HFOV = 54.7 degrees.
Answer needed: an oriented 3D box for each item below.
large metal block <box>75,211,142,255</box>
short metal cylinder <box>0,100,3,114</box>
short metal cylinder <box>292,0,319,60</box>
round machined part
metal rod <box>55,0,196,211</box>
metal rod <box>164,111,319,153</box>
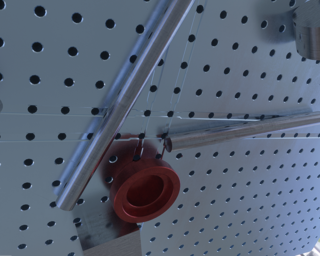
[{"bbox_3d":[-0.075,0.174,0.462,0.081,0.050,0.079,-15,125,-20],"label":"large metal block"},{"bbox_3d":[-0.187,-0.011,0.266,0.080,0.080,0.050,21,107,-36],"label":"short metal cylinder"},{"bbox_3d":[0.223,-0.135,0.413,0.080,0.080,0.050,-34,129,-6],"label":"short metal cylinder"},{"bbox_3d":[-0.024,0.083,0.438,0.099,0.042,0.097,-14,124,-21],"label":"round machined part"},{"bbox_3d":[-0.048,-0.023,0.370,0.025,0.025,0.299,22,107,-36],"label":"metal rod"},{"bbox_3d":[0.148,0.002,0.492,0.303,0.025,0.025,-8,122,-24],"label":"metal rod"}]
